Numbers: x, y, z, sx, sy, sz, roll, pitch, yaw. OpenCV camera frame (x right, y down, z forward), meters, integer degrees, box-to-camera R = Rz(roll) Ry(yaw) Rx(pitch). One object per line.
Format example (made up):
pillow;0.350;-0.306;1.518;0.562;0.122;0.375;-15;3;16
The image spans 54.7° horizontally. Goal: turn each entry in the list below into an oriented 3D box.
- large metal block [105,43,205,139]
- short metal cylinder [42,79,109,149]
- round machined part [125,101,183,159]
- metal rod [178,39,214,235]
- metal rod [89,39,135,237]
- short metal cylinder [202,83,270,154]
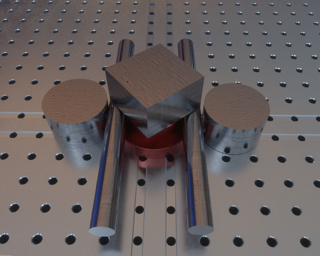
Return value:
large metal block;-0.007;-0.047;0.369;0.081;0.050;0.080;-31;57;-24
short metal cylinder;-0.107;-0.019;0.407;0.080;0.050;0.080;0;50;0
round machined part;-0.007;-0.011;0.406;0.099;0.042;0.098;0;50;0
metal rod;0.040;-0.016;0.394;0.025;0.025;0.300;0;50;0
metal rod;-0.054;-0.015;0.393;0.025;0.025;0.300;0;50;0
short metal cylinder;0.095;-0.013;0.402;0.080;0.050;0.080;0;50;0
